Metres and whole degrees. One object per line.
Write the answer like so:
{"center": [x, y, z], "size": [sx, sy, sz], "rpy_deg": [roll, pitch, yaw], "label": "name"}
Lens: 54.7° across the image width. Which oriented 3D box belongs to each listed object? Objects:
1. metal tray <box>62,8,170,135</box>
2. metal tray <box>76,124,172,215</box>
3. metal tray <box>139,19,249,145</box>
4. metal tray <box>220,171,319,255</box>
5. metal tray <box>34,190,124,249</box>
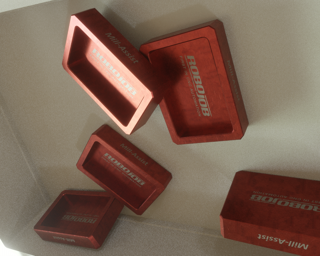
{"center": [-0.058, -0.064, 0.369], "size": [0.130, 0.030, 0.089], "rpy_deg": [46, 142, 7], "label": "metal tray"}
{"center": [-0.057, 0.066, 0.474], "size": [0.130, 0.030, 0.089], "rpy_deg": [37, 129, 2], "label": "metal tray"}
{"center": [0.041, -0.046, 0.354], "size": [0.090, 0.030, 0.129], "rpy_deg": [-7, 115, 31], "label": "metal tray"}
{"center": [0.143, 0.094, 0.349], "size": [0.130, 0.090, 0.030], "rpy_deg": [5, 121, 25], "label": "metal tray"}
{"center": [-0.137, 0.151, 0.527], "size": [0.130, 0.090, 0.030], "rpy_deg": [-4, 125, 29], "label": "metal tray"}
